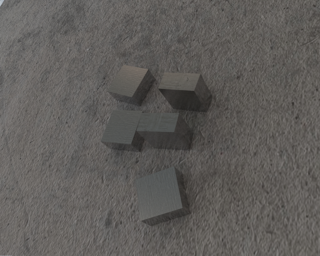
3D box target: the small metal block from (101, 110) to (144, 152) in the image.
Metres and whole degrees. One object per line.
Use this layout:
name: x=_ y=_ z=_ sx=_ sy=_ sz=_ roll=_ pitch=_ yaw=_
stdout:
small metal block: x=-0.047 y=0.003 z=0.426 sx=0.050 sy=0.025 sz=0.050 roll=4 pitch=63 yaw=29

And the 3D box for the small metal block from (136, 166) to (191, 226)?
small metal block: x=0.003 y=0.078 z=0.355 sx=0.050 sy=0.025 sz=0.050 roll=-21 pitch=54 yaw=15

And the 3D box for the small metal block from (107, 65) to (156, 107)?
small metal block: x=-0.043 y=-0.064 z=0.466 sx=0.050 sy=0.025 sz=0.050 roll=17 pitch=70 yaw=34

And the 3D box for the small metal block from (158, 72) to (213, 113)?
small metal block: x=0.034 y=-0.046 z=0.398 sx=0.050 sy=0.050 sz=0.025 roll=8 pitch=66 yaw=32

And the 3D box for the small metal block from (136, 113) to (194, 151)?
small metal block: x=0.007 y=0.005 z=0.381 sx=0.050 sy=0.050 sz=0.025 roll=1 pitch=63 yaw=29
